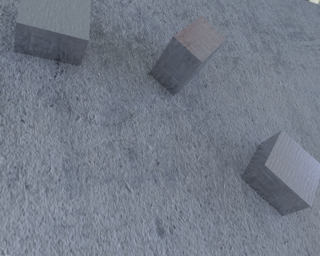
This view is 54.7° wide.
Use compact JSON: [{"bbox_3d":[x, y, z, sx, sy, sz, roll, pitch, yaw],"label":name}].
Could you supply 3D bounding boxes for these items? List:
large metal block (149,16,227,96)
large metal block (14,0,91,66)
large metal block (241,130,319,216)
[{"bbox_3d":[0.041,-0.105,0.454,0.050,0.080,0.080,43,51,1],"label":"large metal block"},{"bbox_3d":[-0.136,-0.134,0.396,0.081,0.050,0.080,9,58,-24],"label":"large metal block"},{"bbox_3d":[0.176,0.063,0.443,0.080,0.050,0.080,42,51,1],"label":"large metal block"}]
